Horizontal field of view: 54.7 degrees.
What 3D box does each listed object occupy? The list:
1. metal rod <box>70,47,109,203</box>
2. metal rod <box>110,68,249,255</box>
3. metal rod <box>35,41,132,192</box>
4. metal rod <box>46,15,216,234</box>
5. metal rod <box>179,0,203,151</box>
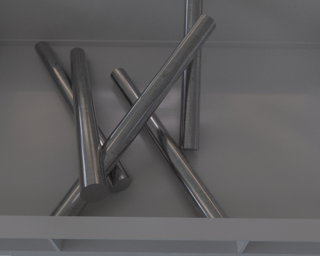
[{"bbox_3d":[-0.096,-0.031,0.391,0.025,0.025,0.300,-12,39,-10],"label":"metal rod"},{"bbox_3d":[0.006,0.021,0.387,0.025,0.025,0.300,-22,54,-17],"label":"metal rod"},{"bbox_3d":[-0.119,-0.034,0.432,0.025,0.025,0.300,-24,54,-19],"label":"metal rod"},{"bbox_3d":[-0.023,-0.016,0.358,0.025,0.025,0.300,29,74,22],"label":"metal rod"},{"bbox_3d":[0.044,-0.119,0.416,0.025,0.025,0.299,3,78,2],"label":"metal rod"}]
